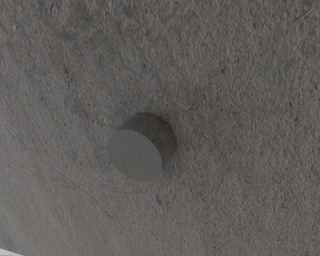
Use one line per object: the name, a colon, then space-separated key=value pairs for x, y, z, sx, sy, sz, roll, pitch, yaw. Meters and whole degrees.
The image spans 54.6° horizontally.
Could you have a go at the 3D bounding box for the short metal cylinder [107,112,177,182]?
short metal cylinder: x=-0.024 y=0.025 z=0.419 sx=0.080 sy=0.050 sz=0.080 roll=13 pitch=124 yaw=21
